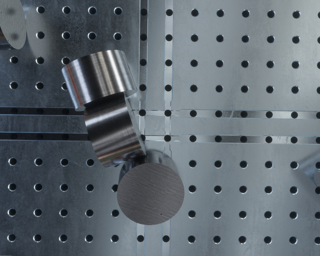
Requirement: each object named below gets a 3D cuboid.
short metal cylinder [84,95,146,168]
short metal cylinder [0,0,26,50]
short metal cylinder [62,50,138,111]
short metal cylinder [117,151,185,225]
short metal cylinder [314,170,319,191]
[{"bbox_3d":[-0.054,0.004,0.385,0.050,0.080,0.080,-19,90,0],"label":"short metal cylinder"},{"bbox_3d":[-0.208,-0.137,0.383,0.050,0.080,0.079,-4,90,0],"label":"short metal cylinder"},{"bbox_3d":[-0.074,-0.057,0.385,0.080,0.080,0.050,-19,90,0],"label":"short metal cylinder"},{"bbox_3d":[-0.013,0.074,0.393,0.081,0.050,0.079,-1,102,-5],"label":"short metal cylinder"},{"bbox_3d":[0.244,0.076,0.389,0.050,0.080,0.080,-32,90,0],"label":"short metal cylinder"}]
